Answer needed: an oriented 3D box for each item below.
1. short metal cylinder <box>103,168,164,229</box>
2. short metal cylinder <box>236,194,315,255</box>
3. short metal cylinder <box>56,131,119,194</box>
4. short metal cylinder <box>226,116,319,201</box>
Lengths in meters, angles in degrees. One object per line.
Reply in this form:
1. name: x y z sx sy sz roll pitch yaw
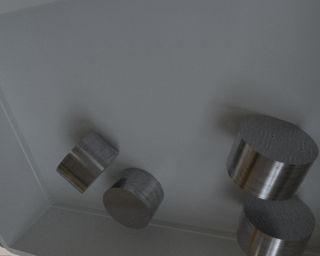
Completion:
1. short metal cylinder: -0.041 0.109 0.482 0.080 0.050 0.079 13 124 21
2. short metal cylinder: 0.137 0.119 0.374 0.080 0.080 0.050 15 125 19
3. short metal cylinder: -0.106 0.051 0.461 0.050 0.080 0.080 42 129 -1
4. short metal cylinder: 0.117 0.030 0.330 0.080 0.080 0.050 21 127 15
